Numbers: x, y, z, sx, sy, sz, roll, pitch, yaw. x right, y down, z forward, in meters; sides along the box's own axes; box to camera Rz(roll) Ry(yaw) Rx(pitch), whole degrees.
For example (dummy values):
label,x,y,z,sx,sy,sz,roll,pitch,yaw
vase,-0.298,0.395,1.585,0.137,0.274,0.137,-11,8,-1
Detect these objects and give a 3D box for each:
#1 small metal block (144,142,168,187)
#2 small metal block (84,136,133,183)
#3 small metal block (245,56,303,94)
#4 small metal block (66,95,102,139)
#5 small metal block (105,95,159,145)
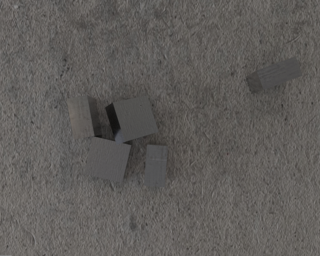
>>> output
label,x,y,z,sx,sy,sz,roll,pitch,yaw
small metal block,-0.005,0.045,0.397,0.025,0.050,0.050,5,90,0
small metal block,-0.067,0.040,0.409,0.050,0.025,0.050,13,90,-1
small metal block,0.144,-0.066,0.398,0.050,0.050,0.025,-20,90,0
small metal block,-0.095,-0.013,0.397,0.025,0.050,0.050,-10,90,0
small metal block,-0.036,-0.011,0.397,0.050,0.025,0.050,-16,87,-34
